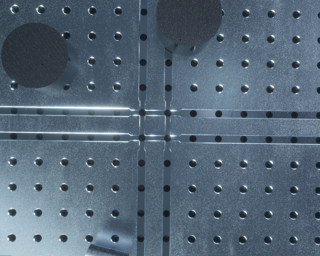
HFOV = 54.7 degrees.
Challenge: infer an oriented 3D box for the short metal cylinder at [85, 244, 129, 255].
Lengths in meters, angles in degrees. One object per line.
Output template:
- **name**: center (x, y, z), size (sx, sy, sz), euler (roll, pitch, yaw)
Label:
- **short metal cylinder**: center (-0.074, 0.192, 0.385), size (0.050, 0.080, 0.080), euler (15, 90, -1)

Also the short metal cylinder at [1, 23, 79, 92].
- **short metal cylinder**: center (-0.151, -0.088, 0.399), size (0.081, 0.050, 0.079), euler (0, 90, -1)

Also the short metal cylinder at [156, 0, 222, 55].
- **short metal cylinder**: center (0.036, -0.139, 0.401), size (0.081, 0.050, 0.079), euler (0, 90, -1)
